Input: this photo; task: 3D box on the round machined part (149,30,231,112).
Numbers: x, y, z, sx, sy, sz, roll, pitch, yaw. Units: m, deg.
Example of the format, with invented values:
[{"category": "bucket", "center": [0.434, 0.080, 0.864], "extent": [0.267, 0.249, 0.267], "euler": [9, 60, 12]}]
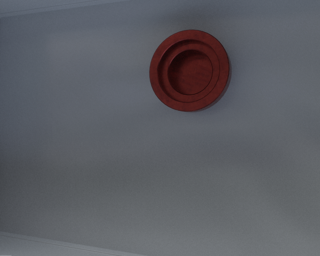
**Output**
[{"category": "round machined part", "center": [0.040, -0.068, 0.388], "extent": [0.098, 0.042, 0.097], "euler": [0, 90, 20]}]
